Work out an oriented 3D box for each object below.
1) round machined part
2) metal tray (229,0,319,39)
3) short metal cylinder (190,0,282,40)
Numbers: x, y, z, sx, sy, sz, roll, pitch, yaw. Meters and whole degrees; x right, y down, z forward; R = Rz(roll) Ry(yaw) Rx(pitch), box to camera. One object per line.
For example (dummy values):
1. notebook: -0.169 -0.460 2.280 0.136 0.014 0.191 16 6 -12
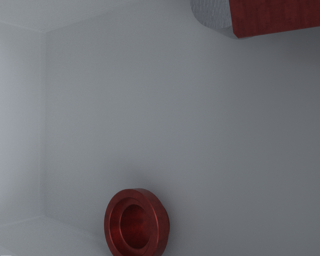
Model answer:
1. round machined part: -0.026 0.129 0.411 0.098 0.042 0.097 -6 80 39
2. metal tray: 0.102 -0.117 0.218 0.130 0.030 0.089 16 122 59
3. short metal cylinder: 0.079 -0.138 0.324 0.080 0.050 0.079 0 90 39
